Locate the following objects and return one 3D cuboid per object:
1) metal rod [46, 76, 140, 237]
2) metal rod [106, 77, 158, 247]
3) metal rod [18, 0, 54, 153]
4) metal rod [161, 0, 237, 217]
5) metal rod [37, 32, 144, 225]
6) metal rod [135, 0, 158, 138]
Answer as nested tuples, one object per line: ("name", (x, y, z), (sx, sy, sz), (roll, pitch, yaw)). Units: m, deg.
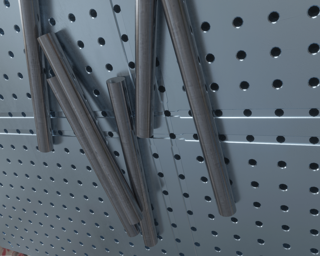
("metal rod", (-0.099, 0.055, 0.497), (0.025, 0.025, 0.299), (-9, 114, 32))
("metal rod", (-0.037, 0.068, 0.472), (0.025, 0.025, 0.298), (5, 121, 25))
("metal rod", (-0.180, -0.087, 0.453), (0.025, 0.025, 0.298), (20, 126, 16))
("metal rod", (0.052, -0.016, 0.374), (0.025, 0.025, 0.299), (-4, 117, 30))
("metal rod", (-0.095, 0.010, 0.450), (0.025, 0.025, 0.299), (-15, 106, 34))
("metal rod", (-0.016, -0.118, 0.346), (0.025, 0.025, 0.298), (16, 125, 19))
